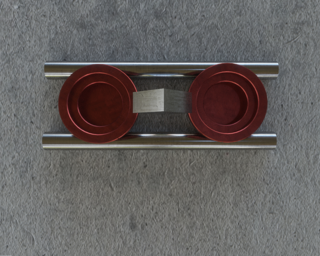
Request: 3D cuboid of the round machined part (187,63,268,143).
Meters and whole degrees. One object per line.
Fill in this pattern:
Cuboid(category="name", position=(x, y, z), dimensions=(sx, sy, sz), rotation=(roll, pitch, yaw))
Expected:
Cuboid(category="round machined part", position=(0.082, -0.031, 0.398), dimensions=(0.099, 0.042, 0.097), rotation=(0, 90, 0))

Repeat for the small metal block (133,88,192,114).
Cuboid(category="small metal block", position=(0.003, -0.030, 0.372), dimensions=(0.050, 0.050, 0.025), rotation=(0, 89, 43))

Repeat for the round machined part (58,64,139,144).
Cuboid(category="round machined part", position=(-0.075, -0.030, 0.398), dimensions=(0.099, 0.042, 0.097), rotation=(0, 90, 0))

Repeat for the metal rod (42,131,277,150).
Cuboid(category="metal rod", position=(0.000, 0.017, 0.411), dimensions=(0.302, 0.025, 0.025), rotation=(0, 90, 0))

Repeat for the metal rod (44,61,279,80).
Cuboid(category="metal rod", position=(0.002, -0.077, 0.411), dimensions=(0.302, 0.025, 0.025), rotation=(0, 90, 0))
